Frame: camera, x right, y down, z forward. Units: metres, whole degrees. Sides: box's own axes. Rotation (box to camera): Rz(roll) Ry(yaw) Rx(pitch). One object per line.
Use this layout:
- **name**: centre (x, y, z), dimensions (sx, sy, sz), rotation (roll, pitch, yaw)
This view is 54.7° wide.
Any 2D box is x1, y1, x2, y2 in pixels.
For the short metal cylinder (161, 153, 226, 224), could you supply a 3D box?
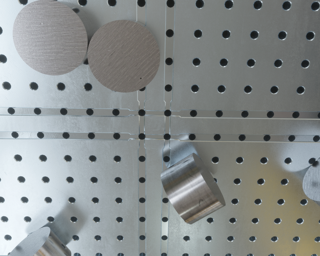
- **short metal cylinder**: centre (0.044, 0.080, 0.414), dimensions (0.050, 0.080, 0.080), rotation (-33, 107, 11)

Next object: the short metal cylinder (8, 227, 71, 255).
- **short metal cylinder**: centre (-0.179, 0.193, 0.453), dimensions (0.080, 0.080, 0.050), rotation (-30, 108, 10)

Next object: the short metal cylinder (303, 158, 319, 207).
- **short metal cylinder**: centre (0.244, 0.078, 0.417), dimensions (0.050, 0.080, 0.080), rotation (39, 105, -14)

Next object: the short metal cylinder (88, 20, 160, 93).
- **short metal cylinder**: centre (-0.040, -0.087, 0.368), dimensions (0.081, 0.050, 0.079), rotation (0, 110, -1)

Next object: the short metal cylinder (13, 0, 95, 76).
- **short metal cylinder**: centre (-0.119, -0.105, 0.360), dimensions (0.081, 0.050, 0.079), rotation (0, 110, -1)
